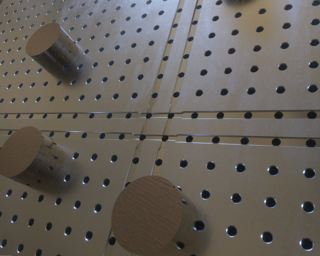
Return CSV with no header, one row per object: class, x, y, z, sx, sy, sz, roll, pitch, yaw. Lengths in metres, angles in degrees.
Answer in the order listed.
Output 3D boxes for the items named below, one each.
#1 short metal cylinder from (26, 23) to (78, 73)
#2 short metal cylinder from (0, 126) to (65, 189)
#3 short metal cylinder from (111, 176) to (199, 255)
short metal cylinder,-0.206,-0.153,0.592,0.080,0.050,0.080,-13,56,20
short metal cylinder,-0.192,0.044,0.463,0.080,0.050,0.080,-13,56,20
short metal cylinder,-0.004,0.098,0.334,0.080,0.050,0.080,-13,56,20
